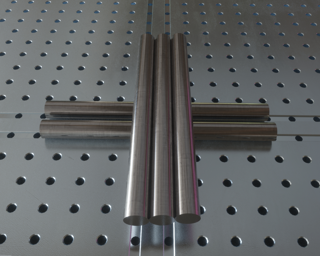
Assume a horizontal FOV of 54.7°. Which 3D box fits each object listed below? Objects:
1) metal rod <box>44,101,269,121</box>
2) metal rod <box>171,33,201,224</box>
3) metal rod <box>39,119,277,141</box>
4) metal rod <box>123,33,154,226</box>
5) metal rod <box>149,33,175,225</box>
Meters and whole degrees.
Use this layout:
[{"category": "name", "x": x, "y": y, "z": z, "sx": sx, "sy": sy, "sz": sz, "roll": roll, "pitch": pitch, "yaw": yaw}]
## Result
[{"category": "metal rod", "x": -0.004, "y": -0.024, "z": 0.428, "sx": 0.302, "sy": 0.025, "sz": 0.025, "roll": 1, "pitch": 50, "yaw": 0}, {"category": "metal rod", "x": 0.028, "y": -0.026, "z": 0.398, "sx": 0.025, "sy": 0.025, "sz": 0.300, "roll": 1, "pitch": 50, "yaw": 0}, {"category": "metal rod", "x": -0.002, "y": 0.003, "z": 0.405, "sx": 0.302, "sy": 0.025, "sz": 0.025, "roll": 1, "pitch": 50, "yaw": 0}, {"category": "metal rod", "x": -0.022, "y": -0.025, "z": 0.396, "sx": 0.025, "sy": 0.025, "sz": 0.300, "roll": 1, "pitch": 50, "yaw": 0}, {"category": "metal rod", "x": 0.003, "y": -0.025, "z": 0.397, "sx": 0.025, "sy": 0.025, "sz": 0.300, "roll": 1, "pitch": 50, "yaw": 0}]
